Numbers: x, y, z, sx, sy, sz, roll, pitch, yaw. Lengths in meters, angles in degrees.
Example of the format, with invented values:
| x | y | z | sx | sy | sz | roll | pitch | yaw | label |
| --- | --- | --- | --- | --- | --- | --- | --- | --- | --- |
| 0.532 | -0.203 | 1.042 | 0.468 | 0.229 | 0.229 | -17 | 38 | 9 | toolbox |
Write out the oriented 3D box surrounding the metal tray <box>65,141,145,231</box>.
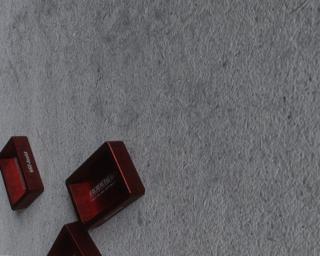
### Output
| x | y | z | sx | sy | sz | roll | pitch | yaw | label |
| --- | --- | --- | --- | --- | --- | --- | --- | --- | --- |
| -0.089 | 0.089 | 0.474 | 0.129 | 0.030 | 0.090 | -41 | 65 | 32 | metal tray |

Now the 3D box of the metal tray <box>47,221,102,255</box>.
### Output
| x | y | z | sx | sy | sz | roll | pitch | yaw | label |
| --- | --- | --- | --- | --- | --- | --- | --- | --- | --- |
| -0.153 | 0.235 | 0.527 | 0.090 | 0.030 | 0.129 | 46 | 118 | 30 | metal tray |

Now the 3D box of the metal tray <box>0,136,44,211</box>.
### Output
| x | y | z | sx | sy | sz | roll | pitch | yaw | label |
| --- | --- | --- | --- | --- | --- | --- | --- | --- | --- |
| -0.292 | 0.093 | 0.642 | 0.090 | 0.030 | 0.130 | -41 | 65 | 32 | metal tray |
